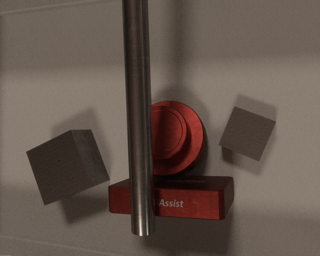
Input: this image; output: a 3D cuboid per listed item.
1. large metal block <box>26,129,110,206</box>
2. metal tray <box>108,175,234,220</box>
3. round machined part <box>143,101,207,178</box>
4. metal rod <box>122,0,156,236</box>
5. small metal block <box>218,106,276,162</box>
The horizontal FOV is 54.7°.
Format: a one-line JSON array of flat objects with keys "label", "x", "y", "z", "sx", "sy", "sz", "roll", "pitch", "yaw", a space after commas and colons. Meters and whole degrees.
[{"label": "large metal block", "x": -0.130, "y": 0.054, "z": 0.442, "sx": 0.080, "sy": 0.050, "sz": 0.080, "roll": -24, "pitch": 82, "yaw": 18}, {"label": "metal tray", "x": 0.017, "y": 0.078, "z": 0.369, "sx": 0.130, "sy": 0.090, "sz": 0.030, "roll": -2, "pitch": 90, "yaw": 19}, {"label": "round machined part", "x": 0.006, "y": 0.011, "z": 0.385, "sx": 0.098, "sy": 0.042, "sz": 0.098, "roll": -6, "pitch": 71, "yaw": 17}, {"label": "metal rod", "x": -0.022, "y": -0.042, "z": 0.306, "sx": 0.025, "sy": 0.025, "sz": 0.298, "roll": 0, "pitch": 96, "yaw": 19}, {"label": "small metal block", "x": 0.105, "y": 0.006, "z": 0.373, "sx": 0.050, "sy": 0.025, "sz": 0.050, "roll": 23, "pitch": 97, "yaw": 18}]
